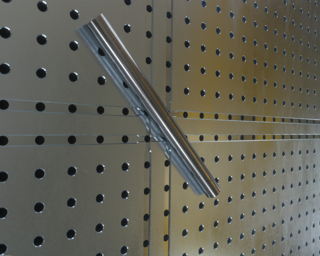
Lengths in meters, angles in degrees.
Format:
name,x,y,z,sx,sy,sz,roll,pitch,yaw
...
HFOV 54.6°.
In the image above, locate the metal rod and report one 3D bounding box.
name,x,y,z,sx,sy,sz,roll,pitch,yaw
metal rod,0.004,-0.012,0.411,0.025,0.025,0.300,-50,120,-28
